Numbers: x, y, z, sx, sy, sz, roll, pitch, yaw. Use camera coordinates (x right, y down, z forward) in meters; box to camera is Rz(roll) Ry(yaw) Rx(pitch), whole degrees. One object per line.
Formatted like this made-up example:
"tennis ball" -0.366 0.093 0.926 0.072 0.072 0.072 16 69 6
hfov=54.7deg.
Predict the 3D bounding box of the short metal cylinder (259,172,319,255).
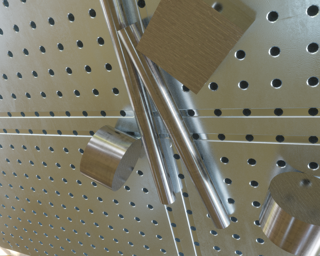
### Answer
"short metal cylinder" 0.159 0.095 0.351 0.080 0.080 0.050 17 125 18

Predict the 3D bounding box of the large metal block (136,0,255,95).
"large metal block" 0.035 -0.096 0.317 0.080 0.050 0.080 38 129 2

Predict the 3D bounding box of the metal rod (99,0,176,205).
"metal rod" -0.023 -0.022 0.409 0.025 0.025 0.298 -1 118 28

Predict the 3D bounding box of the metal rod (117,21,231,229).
"metal rod" 0.027 0.012 0.395 0.025 0.025 0.299 -12 115 33

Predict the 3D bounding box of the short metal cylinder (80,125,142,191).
"short metal cylinder" -0.067 0.042 0.437 0.050 0.080 0.079 24 127 13
